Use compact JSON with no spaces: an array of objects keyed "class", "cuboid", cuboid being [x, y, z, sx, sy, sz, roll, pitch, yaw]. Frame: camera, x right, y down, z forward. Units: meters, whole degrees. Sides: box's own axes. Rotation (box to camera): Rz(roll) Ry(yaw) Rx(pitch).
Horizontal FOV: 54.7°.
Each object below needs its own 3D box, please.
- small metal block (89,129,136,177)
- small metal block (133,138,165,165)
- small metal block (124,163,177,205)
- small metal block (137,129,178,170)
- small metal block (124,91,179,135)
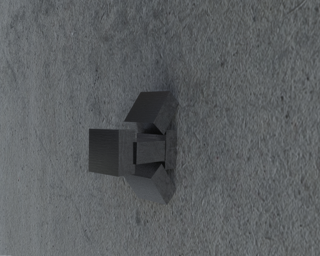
[{"class":"small metal block","cuboid":[-0.055,0.026,0.352,0.050,0.025,0.050,1,91,39]},{"class":"small metal block","cuboid":[-0.029,0.027,0.379,0.050,0.050,0.025,3,92,39]},{"class":"small metal block","cuboid":[-0.014,0.069,0.400,0.050,0.025,0.050,3,133,39]},{"class":"small metal block","cuboid":[-0.004,0.026,0.409,0.050,0.025,0.050,3,92,39]},{"class":"small metal block","cuboid":[-0.011,-0.020,0.398,0.050,0.025,0.050,4,56,40]}]
